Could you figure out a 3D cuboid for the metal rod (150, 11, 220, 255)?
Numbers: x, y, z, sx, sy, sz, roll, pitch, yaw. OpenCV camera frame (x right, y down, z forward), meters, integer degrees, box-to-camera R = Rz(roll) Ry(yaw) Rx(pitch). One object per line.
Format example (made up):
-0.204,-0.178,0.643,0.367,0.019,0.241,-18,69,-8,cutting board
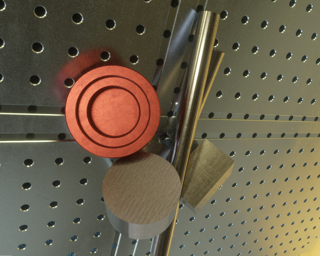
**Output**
0.029,0.012,0.378,0.025,0.025,0.298,8,97,-32,metal rod

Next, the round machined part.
-0.050,-0.018,0.342,0.099,0.042,0.097,0,92,-6,round machined part

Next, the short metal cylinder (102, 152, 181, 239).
-0.020,0.073,0.337,0.081,0.080,0.050,-19,148,-18,short metal cylinder

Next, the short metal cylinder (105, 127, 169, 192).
-0.027,0.042,0.406,0.081,0.050,0.079,-14,124,-21,short metal cylinder

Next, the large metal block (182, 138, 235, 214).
0.057,0.071,0.440,0.080,0.050,0.080,-46,160,-11,large metal block

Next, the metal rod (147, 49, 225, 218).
0.024,0.032,0.443,0.025,0.025,0.298,5,116,-31,metal rod
